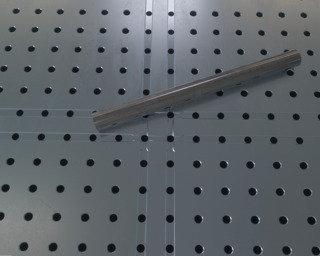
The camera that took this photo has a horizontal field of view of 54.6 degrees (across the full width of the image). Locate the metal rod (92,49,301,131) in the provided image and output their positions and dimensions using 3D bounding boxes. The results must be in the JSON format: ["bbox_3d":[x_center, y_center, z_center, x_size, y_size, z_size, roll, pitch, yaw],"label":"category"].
[{"bbox_3d":[0.055,-0.055,0.432,0.302,0.025,0.025,-18,71,-7],"label":"metal rod"}]
